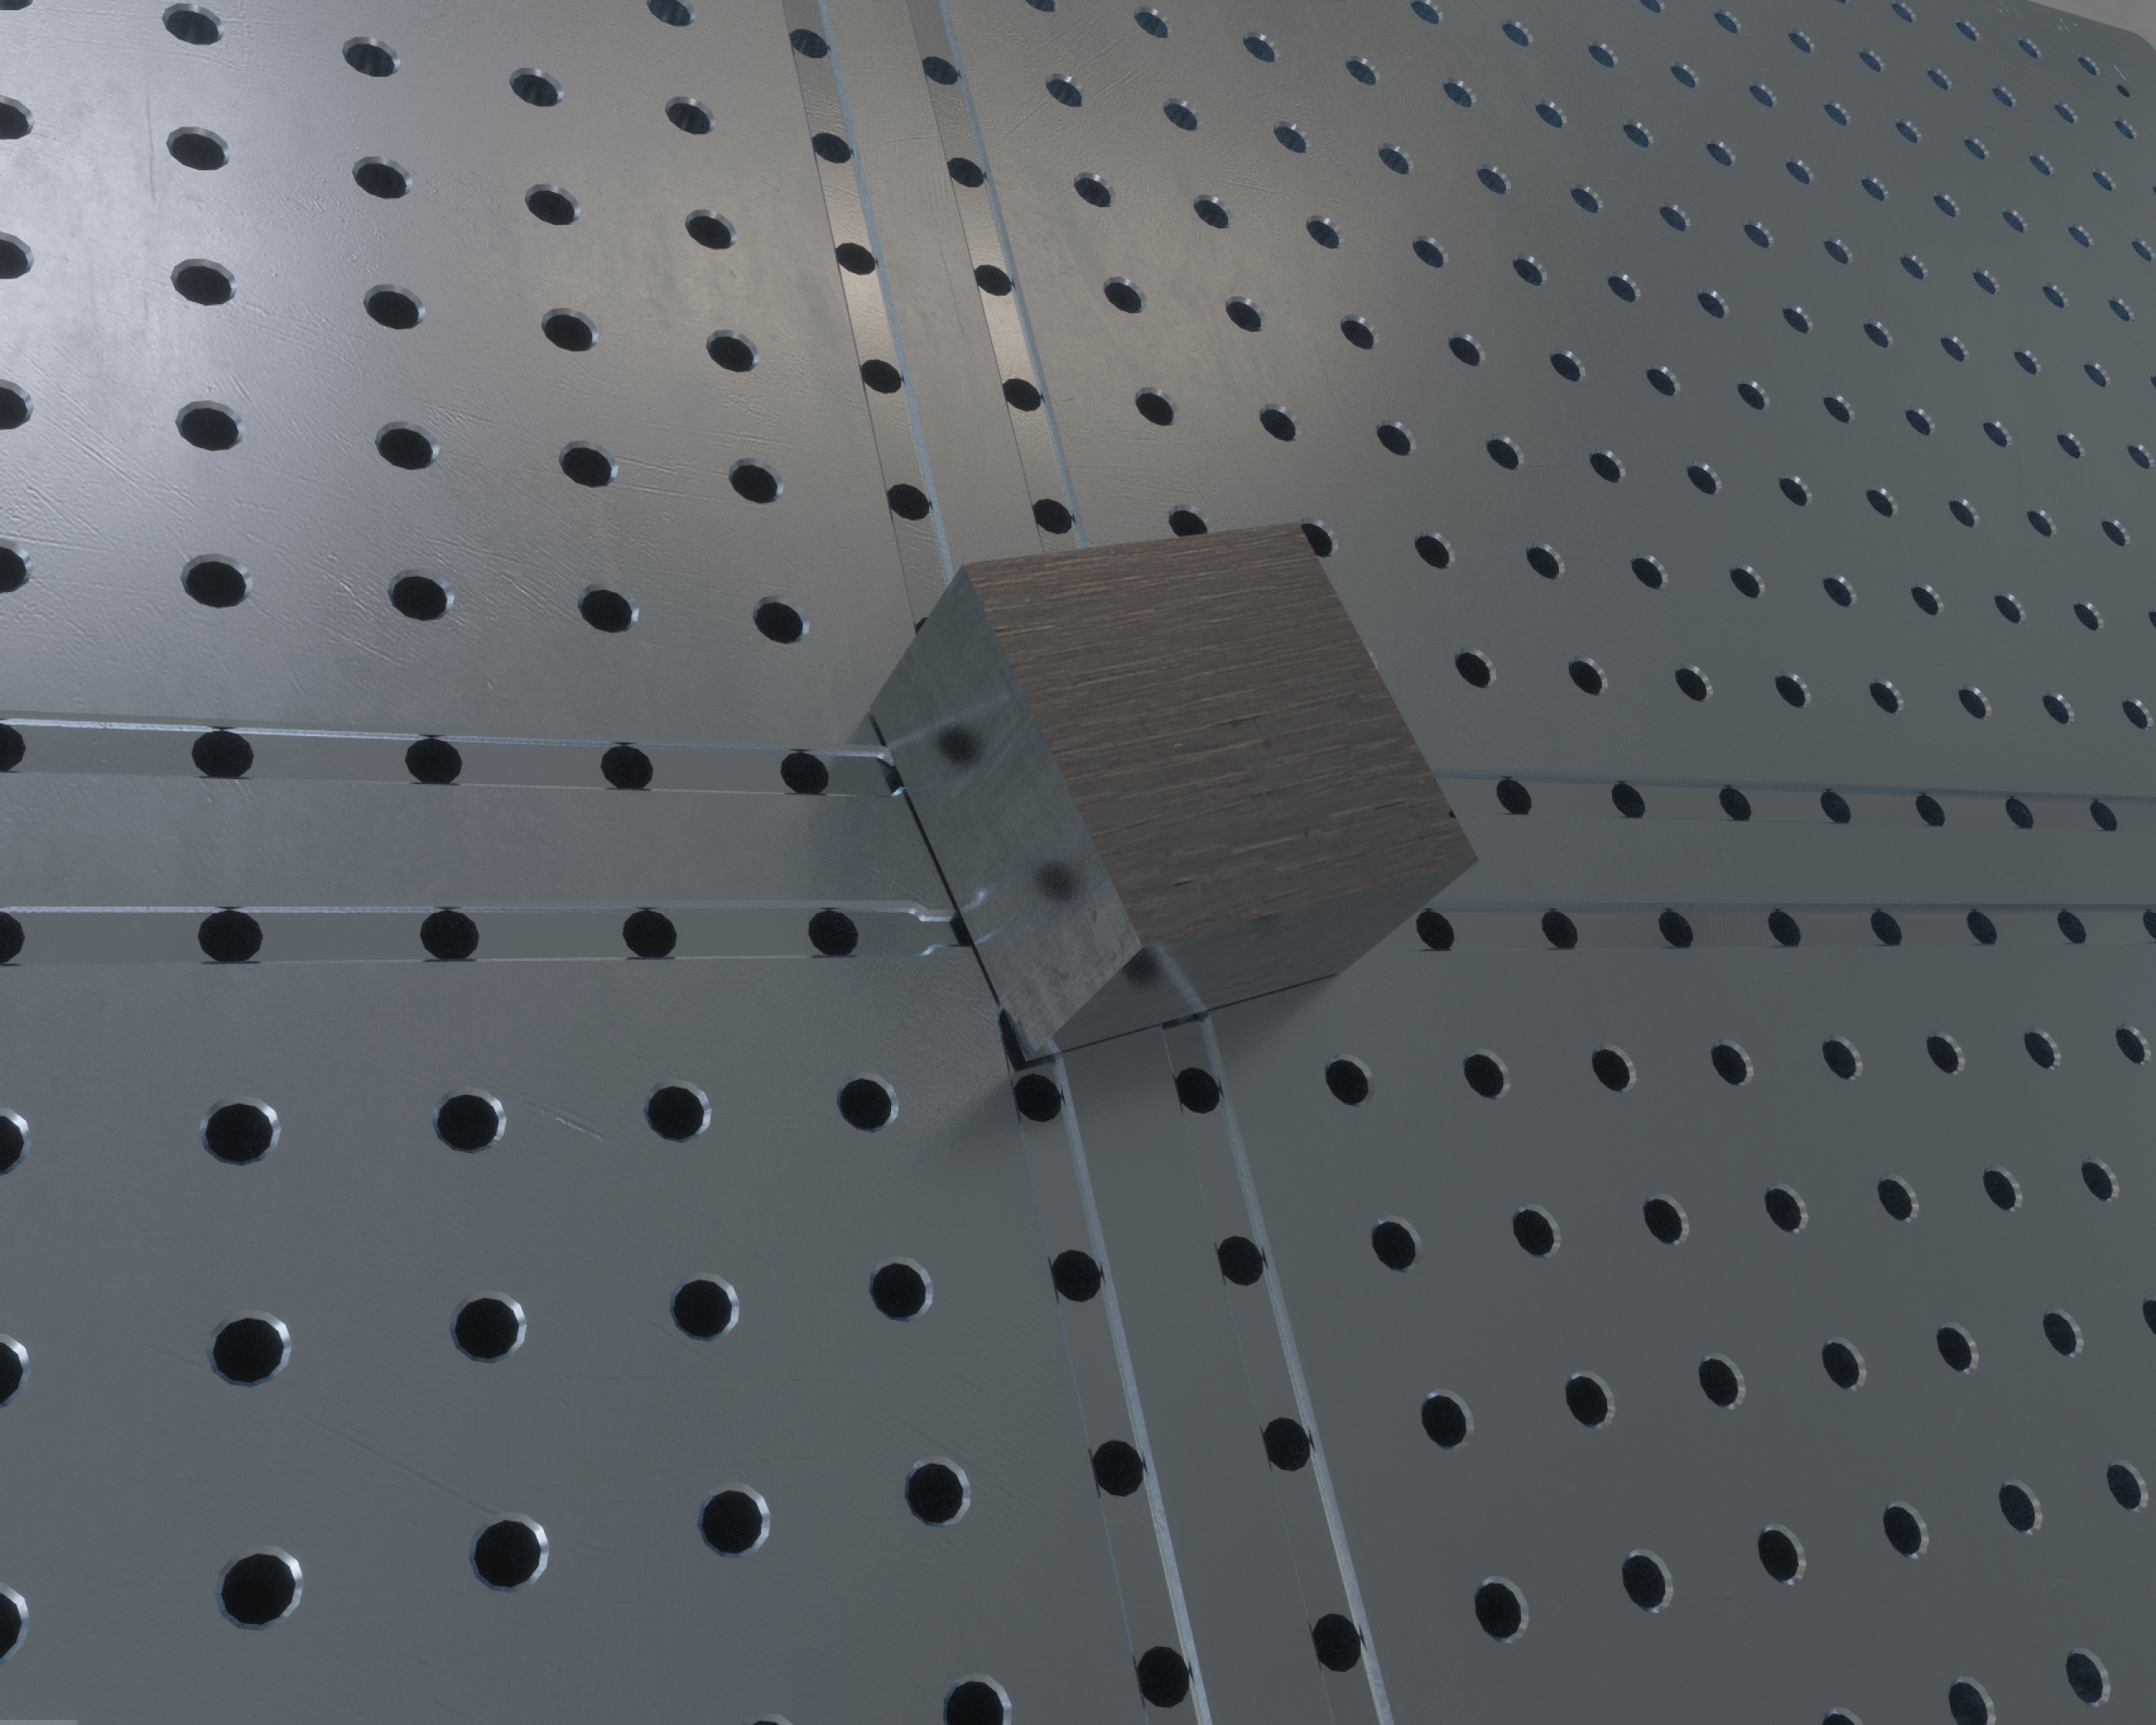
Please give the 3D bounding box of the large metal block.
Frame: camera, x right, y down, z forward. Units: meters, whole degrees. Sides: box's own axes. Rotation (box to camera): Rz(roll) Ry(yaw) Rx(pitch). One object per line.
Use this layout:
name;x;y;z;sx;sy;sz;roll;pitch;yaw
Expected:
large metal block;0.018;-0.016;0.409;0.081;0.050;0.080;-13;69;-33
